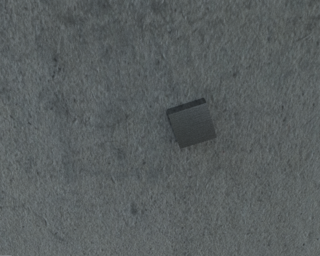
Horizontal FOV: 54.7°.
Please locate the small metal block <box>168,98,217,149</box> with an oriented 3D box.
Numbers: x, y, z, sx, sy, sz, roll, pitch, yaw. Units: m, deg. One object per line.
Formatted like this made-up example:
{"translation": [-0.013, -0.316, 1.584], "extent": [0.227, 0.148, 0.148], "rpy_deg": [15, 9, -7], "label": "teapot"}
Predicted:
{"translation": [0.042, -0.006, 0.408], "extent": [0.050, 0.025, 0.050], "rpy_deg": [-17, 109, 6], "label": "small metal block"}
